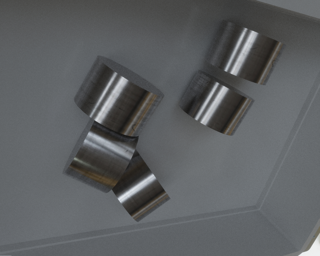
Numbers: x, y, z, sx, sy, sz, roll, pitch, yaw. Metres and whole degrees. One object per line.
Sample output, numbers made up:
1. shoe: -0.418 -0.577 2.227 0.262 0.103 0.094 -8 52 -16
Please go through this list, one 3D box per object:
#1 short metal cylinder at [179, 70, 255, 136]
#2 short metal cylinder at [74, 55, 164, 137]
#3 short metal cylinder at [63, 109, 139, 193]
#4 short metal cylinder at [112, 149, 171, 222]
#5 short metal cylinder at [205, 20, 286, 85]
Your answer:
1. short metal cylinder: 0.072 -0.033 0.394 0.081 0.080 0.050 17 109 -35
2. short metal cylinder: -0.043 -0.034 0.330 0.080 0.080 0.050 23 106 -37
3. short metal cylinder: -0.066 0.025 0.346 0.050 0.080 0.080 29 103 -16
4. short metal cylinder: -0.030 0.074 0.404 0.050 0.080 0.080 -35 129 -6
5. short metal cylinder: 0.102 -0.091 0.374 0.081 0.080 0.050 9 114 -33
